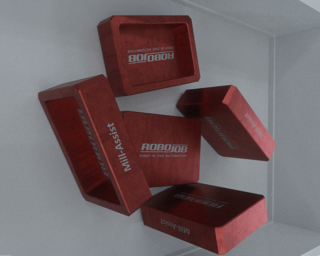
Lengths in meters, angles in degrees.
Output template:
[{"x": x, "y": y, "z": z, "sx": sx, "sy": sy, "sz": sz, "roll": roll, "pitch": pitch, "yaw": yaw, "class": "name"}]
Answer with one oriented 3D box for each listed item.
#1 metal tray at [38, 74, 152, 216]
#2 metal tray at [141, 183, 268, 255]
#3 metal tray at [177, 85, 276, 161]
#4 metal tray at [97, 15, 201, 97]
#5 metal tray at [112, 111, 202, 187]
[{"x": -0.066, "y": 0.017, "z": 0.308, "sx": 0.030, "sy": 0.090, "sz": 0.129, "roll": -31, "pitch": 110, "yaw": -37, "class": "metal tray"}, {"x": 0.050, "y": 0.101, "z": 0.379, "sx": 0.091, "sy": 0.130, "sz": 0.030, "roll": -17, "pitch": 101, "yaw": -40, "class": "metal tray"}, {"x": 0.096, "y": -0.004, "z": 0.444, "sx": 0.130, "sy": 0.090, "sz": 0.030, "roll": 45, "pitch": 63, "yaw": -31, "class": "metal tray"}, {"x": -0.008, "y": -0.094, "z": 0.396, "sx": 0.131, "sy": 0.030, "sz": 0.089, "roll": -17, "pitch": 101, "yaw": -39, "class": "metal tray"}, {"x": -0.003, "y": 0.028, "z": 0.399, "sx": 0.131, "sy": 0.030, "sz": 0.089, "roll": 4, "pitch": 87, "yaw": -40, "class": "metal tray"}]
